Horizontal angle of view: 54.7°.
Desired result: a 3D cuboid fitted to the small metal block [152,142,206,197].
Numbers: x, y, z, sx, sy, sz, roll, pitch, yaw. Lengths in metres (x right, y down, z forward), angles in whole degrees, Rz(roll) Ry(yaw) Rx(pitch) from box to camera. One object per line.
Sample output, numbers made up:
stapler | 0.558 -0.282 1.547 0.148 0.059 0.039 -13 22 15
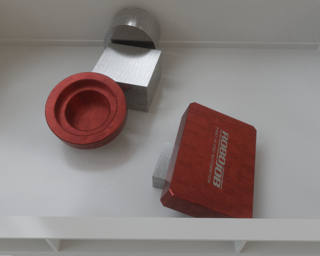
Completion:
small metal block | 0.023 0.049 0.365 0.050 0.025 0.050 13 51 10

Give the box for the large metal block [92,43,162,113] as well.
large metal block | -0.046 -0.075 0.451 0.080 0.050 0.080 11 51 8

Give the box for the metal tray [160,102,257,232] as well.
metal tray | 0.060 0.039 0.352 0.090 0.030 0.130 22 51 -6

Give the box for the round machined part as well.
round machined part | -0.091 -0.019 0.396 0.099 0.042 0.098 0 69 0

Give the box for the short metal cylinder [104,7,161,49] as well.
short metal cylinder | -0.042 -0.140 0.486 0.080 0.080 0.050 7 51 5
